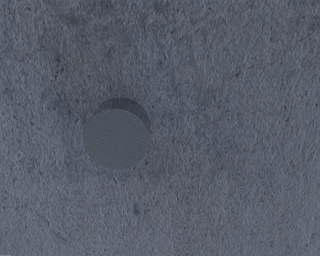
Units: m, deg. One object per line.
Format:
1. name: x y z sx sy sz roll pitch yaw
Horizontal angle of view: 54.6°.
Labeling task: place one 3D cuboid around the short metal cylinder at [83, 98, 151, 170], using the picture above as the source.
1. short metal cylinder: -0.053 0.006 0.398 0.080 0.050 0.079 0 110 0
